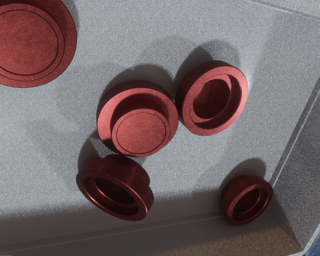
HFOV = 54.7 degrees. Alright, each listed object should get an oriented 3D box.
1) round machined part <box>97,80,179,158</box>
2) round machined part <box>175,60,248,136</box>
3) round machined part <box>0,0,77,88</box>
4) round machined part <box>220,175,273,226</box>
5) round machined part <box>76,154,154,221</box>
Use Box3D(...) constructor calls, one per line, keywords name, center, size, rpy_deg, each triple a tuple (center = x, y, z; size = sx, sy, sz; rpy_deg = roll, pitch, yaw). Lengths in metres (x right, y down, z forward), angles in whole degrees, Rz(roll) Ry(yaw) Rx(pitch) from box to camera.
Box3D(name="round machined part", center=(-0.025, -0.004, 0.368), size=(0.099, 0.042, 0.097), rpy_deg=(-6, 123, -10))
Box3D(name="round machined part", center=(0.062, -0.042, 0.406), size=(0.099, 0.042, 0.097), rpy_deg=(-14, 124, -21))
Box3D(name="round machined part", center=(-0.124, -0.081, 0.279), size=(0.099, 0.042, 0.097), rpy_deg=(-14, 124, -21))
Box3D(name="round machined part", center=(0.150, 0.124, 0.556), size=(0.099, 0.042, 0.097), rpy_deg=(-14, 124, -21))
Box3D(name="round machined part", center=(-0.052, 0.070, 0.390), size=(0.042, 0.098, 0.098), rpy_deg=(-59, 142, -40))
